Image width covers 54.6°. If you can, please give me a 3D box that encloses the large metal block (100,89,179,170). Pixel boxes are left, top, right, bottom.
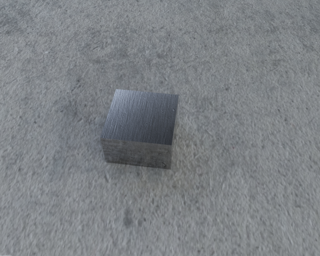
[{"bbox_3d":[-0.022,0.000,0.387,0.080,0.050,0.080,6,50,5],"label":"large metal block"}]
